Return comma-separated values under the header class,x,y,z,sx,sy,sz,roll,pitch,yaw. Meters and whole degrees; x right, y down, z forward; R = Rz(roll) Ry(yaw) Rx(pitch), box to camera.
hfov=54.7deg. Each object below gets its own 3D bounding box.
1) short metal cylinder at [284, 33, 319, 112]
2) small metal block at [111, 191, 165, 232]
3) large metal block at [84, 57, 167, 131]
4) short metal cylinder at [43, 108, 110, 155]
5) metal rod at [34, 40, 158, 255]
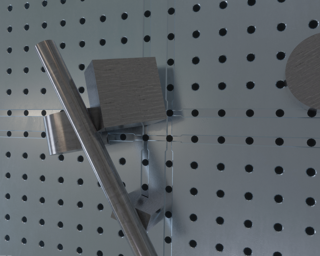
class,x,y,z,sx,sy,sz,roll,pitch,yaw
short metal cylinder,0.178,-0.058,0.336,0.080,0.050,0.079,0,90,20
small metal block,-0.028,0.110,0.409,0.050,0.050,0.025,19,97,19
large metal block,-0.045,-0.042,0.393,0.081,0.050,0.080,-9,86,-25
short metal cylinder,-0.113,0.006,0.423,0.080,0.080,0.050,-12,86,19
metal rod,-0.075,0.033,0.372,0.025,0.025,0.299,-27,88,18
